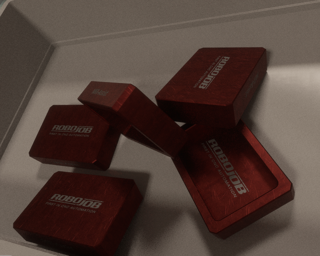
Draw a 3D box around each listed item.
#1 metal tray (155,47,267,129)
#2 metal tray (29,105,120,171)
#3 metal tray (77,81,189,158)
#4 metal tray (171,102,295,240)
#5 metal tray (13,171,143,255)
[{"bbox_3d":[0.065,-0.054,0.369,0.090,0.030,0.131,9,42,31],"label":"metal tray"},{"bbox_3d":[-0.123,0.011,0.458,0.130,0.030,0.090,2,63,28],"label":"metal tray"},{"bbox_3d":[-0.036,-0.014,0.361,0.030,0.090,0.130,-55,29,-10],"label":"metal tray"},{"bbox_3d":[0.069,0.041,0.340,0.090,0.030,0.130,-33,52,6],"label":"metal tray"},{"bbox_3d":[-0.097,0.099,0.371,0.130,0.030,0.090,1,40,28],"label":"metal tray"}]
